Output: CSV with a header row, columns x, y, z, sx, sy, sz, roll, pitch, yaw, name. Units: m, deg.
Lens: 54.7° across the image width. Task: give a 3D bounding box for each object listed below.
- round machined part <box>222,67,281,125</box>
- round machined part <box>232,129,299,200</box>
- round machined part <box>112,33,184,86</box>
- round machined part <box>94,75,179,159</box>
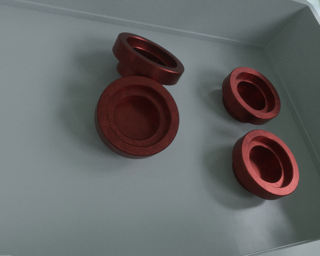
x,y,z,sx,sy,sz,roll,pitch,yaw,name
0.141,-0.047,0.499,0.099,0.042,0.098,14,56,-21,round machined part
0.142,0.054,0.438,0.099,0.042,0.098,14,56,-21,round machined part
-0.020,-0.085,0.420,0.098,0.042,0.098,25,27,-14,round machined part
-0.030,-0.010,0.375,0.099,0.042,0.098,6,73,-20,round machined part
